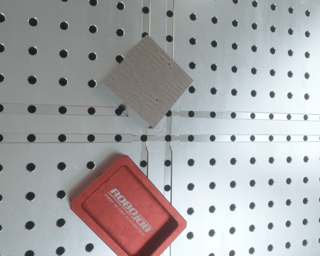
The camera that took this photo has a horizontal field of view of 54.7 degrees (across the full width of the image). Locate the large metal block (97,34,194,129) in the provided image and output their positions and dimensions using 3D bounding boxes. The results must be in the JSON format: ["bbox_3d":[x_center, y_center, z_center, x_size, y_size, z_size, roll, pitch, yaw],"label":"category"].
[{"bbox_3d":[-0.020,-0.055,0.392,0.080,0.050,0.080,43,77,-15],"label":"large metal block"}]

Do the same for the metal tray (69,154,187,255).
[{"bbox_3d":[-0.039,0.108,0.395,0.090,0.030,0.130,-43,104,-15],"label":"metal tray"}]
